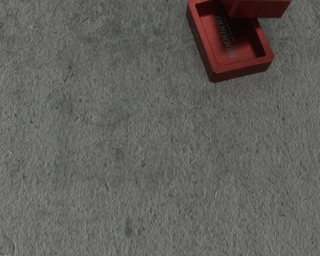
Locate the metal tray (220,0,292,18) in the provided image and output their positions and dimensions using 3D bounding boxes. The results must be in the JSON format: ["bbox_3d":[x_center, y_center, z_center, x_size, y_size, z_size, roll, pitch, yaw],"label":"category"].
[{"bbox_3d":[0.128,-0.220,0.465,0.091,0.030,0.130,-6,59,-17],"label":"metal tray"}]

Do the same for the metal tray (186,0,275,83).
[{"bbox_3d":[0.100,-0.137,0.456,0.091,0.030,0.130,-14,71,-6],"label":"metal tray"}]
